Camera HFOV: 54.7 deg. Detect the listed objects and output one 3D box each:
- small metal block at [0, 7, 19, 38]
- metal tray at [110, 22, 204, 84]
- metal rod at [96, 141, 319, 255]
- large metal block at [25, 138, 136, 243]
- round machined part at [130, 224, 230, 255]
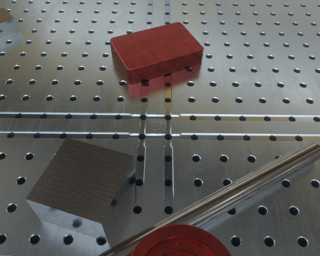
[{"bbox_3d":[-0.295,-0.190,0.563,0.050,0.025,0.050,-32,57,-24],"label":"small metal block"},{"bbox_3d":[-0.006,-0.127,0.511,0.131,0.030,0.090,-19,53,-16],"label":"metal tray"},{"bbox_3d":[0.061,0.084,0.337,0.302,0.025,0.025,-23,54,-19],"label":"metal rod"},{"bbox_3d":[-0.080,0.065,0.336,0.080,0.050,0.080,14,51,11],"label":"large metal block"},{"bbox_3d":[0.017,0.139,0.273,0.099,0.042,0.098,3,59,-4],"label":"round machined part"}]
